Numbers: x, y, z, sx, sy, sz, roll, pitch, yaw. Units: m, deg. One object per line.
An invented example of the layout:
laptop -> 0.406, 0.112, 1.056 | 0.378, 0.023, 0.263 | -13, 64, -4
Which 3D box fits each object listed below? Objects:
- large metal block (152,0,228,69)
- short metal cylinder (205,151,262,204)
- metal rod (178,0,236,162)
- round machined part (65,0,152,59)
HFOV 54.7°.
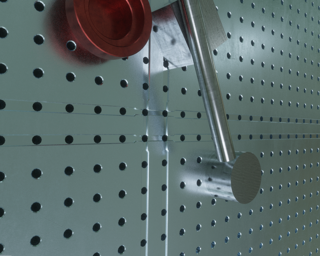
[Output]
large metal block -> 0.038, -0.138, 0.427 | 0.080, 0.050, 0.080 | -41, 115, -32
short metal cylinder -> 0.118, 0.076, 0.495 | 0.081, 0.050, 0.079 | 0, 90, -40
metal rod -> 0.051, -0.098, 0.388 | 0.025, 0.025, 0.298 | -27, 107, -37
round machined part -> -0.060, -0.126, 0.349 | 0.099, 0.042, 0.097 | 0, 90, -40
